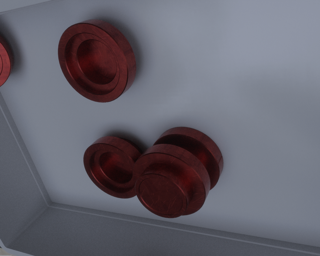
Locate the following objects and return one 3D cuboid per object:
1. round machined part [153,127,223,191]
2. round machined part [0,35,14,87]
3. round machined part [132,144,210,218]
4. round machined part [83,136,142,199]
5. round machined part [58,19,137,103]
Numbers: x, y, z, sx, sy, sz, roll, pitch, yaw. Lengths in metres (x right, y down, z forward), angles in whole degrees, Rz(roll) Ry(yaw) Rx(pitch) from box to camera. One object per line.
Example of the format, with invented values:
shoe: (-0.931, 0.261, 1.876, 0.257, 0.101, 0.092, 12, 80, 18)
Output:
round machined part: (0.031, 0.051, 0.412, 0.098, 0.042, 0.097, 13, 124, 20)
round machined part: (-0.267, -0.104, 0.451, 0.099, 0.042, 0.097, -6, 120, -10)
round machined part: (0.009, 0.072, 0.382, 0.098, 0.042, 0.097, 13, 124, 20)
round machined part: (-0.061, 0.054, 0.461, 0.098, 0.042, 0.097, 13, 124, 20)
round machined part: (-0.072, -0.084, 0.382, 0.098, 0.042, 0.097, 13, 124, 20)
